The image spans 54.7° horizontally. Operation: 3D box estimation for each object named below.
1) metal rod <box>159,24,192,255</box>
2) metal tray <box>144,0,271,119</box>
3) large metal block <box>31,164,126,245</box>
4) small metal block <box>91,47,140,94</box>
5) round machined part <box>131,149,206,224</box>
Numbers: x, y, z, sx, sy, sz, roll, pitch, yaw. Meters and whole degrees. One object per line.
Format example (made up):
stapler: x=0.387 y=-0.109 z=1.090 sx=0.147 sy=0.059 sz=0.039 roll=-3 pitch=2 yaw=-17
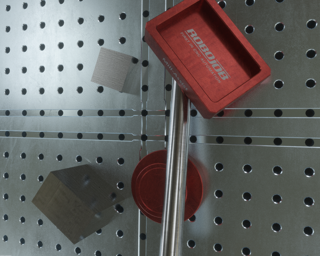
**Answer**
metal rod: x=0.022 y=0.017 z=0.368 sx=0.025 sy=0.025 sz=0.299 roll=0 pitch=77 yaw=19
metal tray: x=0.054 y=-0.087 z=0.365 sx=0.090 sy=0.030 sz=0.130 roll=-35 pitch=83 yaw=-11
large metal block: x=-0.107 y=0.098 z=0.420 sx=0.080 sy=0.080 sz=0.050 roll=38 pitch=102 yaw=15
small metal block: x=-0.062 y=-0.080 z=0.433 sx=0.050 sy=0.025 sz=0.050 roll=21 pitch=97 yaw=18
round machined part: x=0.007 y=0.077 z=0.400 sx=0.098 sy=0.042 sz=0.097 roll=0 pitch=90 yaw=19
